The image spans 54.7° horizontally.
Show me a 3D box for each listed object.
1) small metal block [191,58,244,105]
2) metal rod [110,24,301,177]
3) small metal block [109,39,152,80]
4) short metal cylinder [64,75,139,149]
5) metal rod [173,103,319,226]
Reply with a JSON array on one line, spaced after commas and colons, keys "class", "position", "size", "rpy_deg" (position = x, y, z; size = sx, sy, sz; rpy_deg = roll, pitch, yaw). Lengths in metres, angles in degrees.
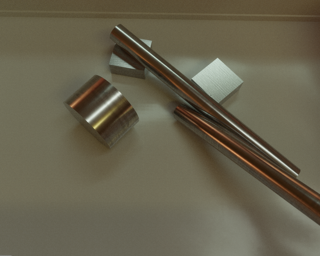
[{"class": "small metal block", "position": [0.079, -0.061, 0.433], "size": [0.050, 0.025, 0.050], "rpy_deg": [-40, 75, -14]}, {"class": "metal rod", "position": [0.054, -0.035, 0.407], "size": [0.300, 0.025, 0.025], "rpy_deg": [40, 75, 7]}, {"class": "small metal block", "position": [-0.041, -0.102, 0.446], "size": [0.050, 0.025, 0.050], "rpy_deg": [11, 70, 3]}, {"class": "short metal cylinder", "position": [-0.073, -0.019, 0.387], "size": [0.080, 0.080, 0.050], "rpy_deg": [41, 75, 13]}, {"class": "metal rod", "position": [0.120, 0.052, 0.329], "size": [0.025, 0.025, 0.300], "rpy_deg": [-40, 51, -14]}]
